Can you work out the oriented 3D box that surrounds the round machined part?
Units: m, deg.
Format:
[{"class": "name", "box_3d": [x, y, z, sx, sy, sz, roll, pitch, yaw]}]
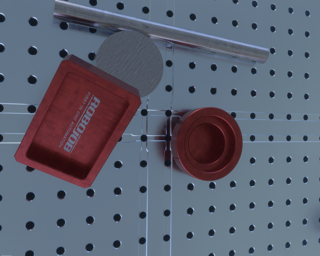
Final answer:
[{"class": "round machined part", "box_3d": [0.060, 0.021, 0.426, 0.099, 0.042, 0.097, 0, 90, -20]}]

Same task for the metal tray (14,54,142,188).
[{"class": "metal tray", "box_3d": [-0.091, -0.004, 0.346, 0.090, 0.030, 0.129, 27, 108, -18]}]

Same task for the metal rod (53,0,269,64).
[{"class": "metal rod", "box_3d": [0.016, -0.125, 0.418, 0.302, 0.025, 0.025, 6, 88, -20]}]

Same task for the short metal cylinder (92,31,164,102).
[{"class": "short metal cylinder", "box_3d": [-0.042, -0.074, 0.384, 0.081, 0.050, 0.080, 0, 90, -20]}]
